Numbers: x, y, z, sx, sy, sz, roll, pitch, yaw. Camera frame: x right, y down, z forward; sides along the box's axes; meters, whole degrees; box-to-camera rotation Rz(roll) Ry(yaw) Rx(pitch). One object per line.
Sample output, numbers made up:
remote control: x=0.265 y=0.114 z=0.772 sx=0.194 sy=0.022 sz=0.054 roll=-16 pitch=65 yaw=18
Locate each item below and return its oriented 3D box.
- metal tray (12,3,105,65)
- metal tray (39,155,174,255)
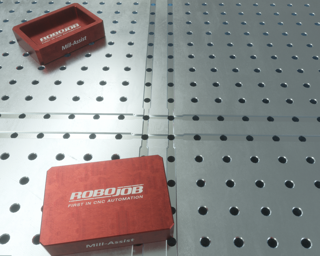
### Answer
metal tray: x=-0.175 y=-0.169 z=0.546 sx=0.131 sy=0.030 sz=0.090 roll=-35 pitch=58 yaw=-26
metal tray: x=-0.056 y=0.080 z=0.337 sx=0.131 sy=0.030 sz=0.090 roll=-6 pitch=50 yaw=-5
